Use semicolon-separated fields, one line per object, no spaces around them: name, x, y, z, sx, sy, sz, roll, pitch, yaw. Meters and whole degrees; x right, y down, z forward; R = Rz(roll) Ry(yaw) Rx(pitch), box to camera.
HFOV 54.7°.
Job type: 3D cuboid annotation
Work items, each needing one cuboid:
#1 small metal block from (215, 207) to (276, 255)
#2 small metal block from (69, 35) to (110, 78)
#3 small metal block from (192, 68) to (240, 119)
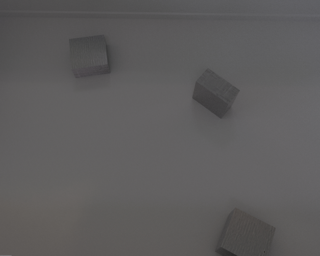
small metal block;0.098;0.129;0.357;0.050;0.025;0.050;26;58;9
small metal block;-0.101;-0.103;0.447;0.050;0.025;0.050;-9;70;-3
small metal block;0.073;-0.045;0.413;0.050;0.050;0.025;38;75;12
